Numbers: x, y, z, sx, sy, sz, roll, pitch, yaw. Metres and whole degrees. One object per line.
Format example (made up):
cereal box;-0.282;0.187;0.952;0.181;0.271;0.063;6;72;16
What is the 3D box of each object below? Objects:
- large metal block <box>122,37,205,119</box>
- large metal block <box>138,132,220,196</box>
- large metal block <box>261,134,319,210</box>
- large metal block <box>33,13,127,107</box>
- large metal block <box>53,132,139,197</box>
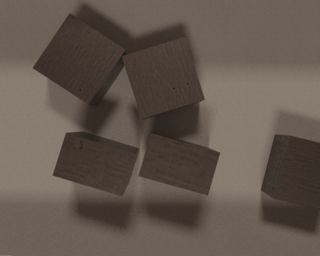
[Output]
large metal block;0.004;-0.061;0.399;0.080;0.050;0.080;-17;90;-1
large metal block;0.021;0.040;0.384;0.080;0.080;0.050;16;90;-1
large metal block;0.188;0.057;0.402;0.080;0.050;0.080;14;90;-1
large metal block;-0.097;-0.083;0.398;0.080;0.050;0.080;34;90;-1
large metal block;-0.073;0.040;0.383;0.080;0.080;0.050;17;90;-1
